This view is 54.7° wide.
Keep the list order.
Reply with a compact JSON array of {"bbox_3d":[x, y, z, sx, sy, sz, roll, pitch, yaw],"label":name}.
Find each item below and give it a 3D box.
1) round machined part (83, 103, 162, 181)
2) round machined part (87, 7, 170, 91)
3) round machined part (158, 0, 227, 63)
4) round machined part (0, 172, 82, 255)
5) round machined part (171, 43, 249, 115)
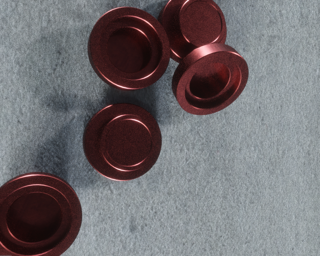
[{"bbox_3d":[-0.043,0.017,0.385,0.099,0.042,0.097,0,90,-21],"label":"round machined part"},{"bbox_3d":[-0.040,-0.095,0.386,0.099,0.042,0.097,0,90,-21],"label":"round machined part"},{"bbox_3d":[0.049,-0.137,0.419,0.099,0.042,0.097,0,90,-21],"label":"round machined part"},{"bbox_3d":[-0.140,0.098,0.349,0.099,0.042,0.097,0,90,-21],"label":"round machined part"},{"bbox_3d":[0.061,-0.067,0.406,0.099,0.042,0.097,-12,135,-12],"label":"round machined part"}]
